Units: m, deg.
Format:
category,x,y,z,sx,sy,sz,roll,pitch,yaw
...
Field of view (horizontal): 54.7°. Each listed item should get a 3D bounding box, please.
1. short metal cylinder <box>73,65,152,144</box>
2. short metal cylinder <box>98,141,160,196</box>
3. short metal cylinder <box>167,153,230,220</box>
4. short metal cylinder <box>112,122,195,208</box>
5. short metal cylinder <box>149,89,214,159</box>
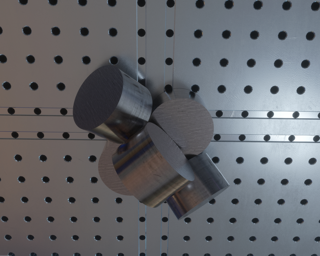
category,x,y,z,sx,sy,sz,roll,pitch,yaw
short metal cylinder,-0.056,-0.027,0.366,0.080,0.080,0.050,-44,139,14
short metal cylinder,-0.038,0.043,0.414,0.081,0.050,0.079,0,110,-1
short metal cylinder,0.043,0.077,0.405,0.080,0.080,0.050,-39,71,13
short metal cylinder,-0.007,0.040,0.344,0.050,0.080,0.080,-39,106,13
short metal cylinder,0.025,-0.006,0.397,0.081,0.050,0.079,0,110,-1
